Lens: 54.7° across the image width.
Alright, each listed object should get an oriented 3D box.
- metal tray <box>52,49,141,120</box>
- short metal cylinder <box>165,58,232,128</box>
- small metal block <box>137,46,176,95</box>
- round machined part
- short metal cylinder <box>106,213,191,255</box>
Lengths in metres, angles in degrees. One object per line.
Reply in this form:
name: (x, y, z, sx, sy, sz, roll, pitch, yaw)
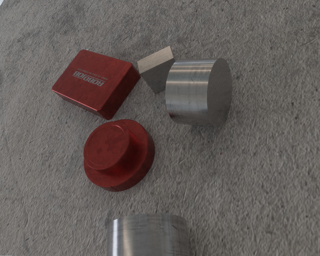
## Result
metal tray: (-0.106, -0.074, 0.501, 0.130, 0.030, 0.090, 23, 74, 36)
short metal cylinder: (0.048, -0.042, 0.369, 0.050, 0.080, 0.080, 6, 65, 31)
small metal block: (0.003, -0.080, 0.435, 0.050, 0.050, 0.025, -23, 53, 14)
round machined part: (-0.060, 0.030, 0.406, 0.098, 0.042, 0.098, -13, 56, 21)
short metal cylinder: (-0.011, 0.120, 0.301, 0.080, 0.080, 0.050, -17, 55, 18)
